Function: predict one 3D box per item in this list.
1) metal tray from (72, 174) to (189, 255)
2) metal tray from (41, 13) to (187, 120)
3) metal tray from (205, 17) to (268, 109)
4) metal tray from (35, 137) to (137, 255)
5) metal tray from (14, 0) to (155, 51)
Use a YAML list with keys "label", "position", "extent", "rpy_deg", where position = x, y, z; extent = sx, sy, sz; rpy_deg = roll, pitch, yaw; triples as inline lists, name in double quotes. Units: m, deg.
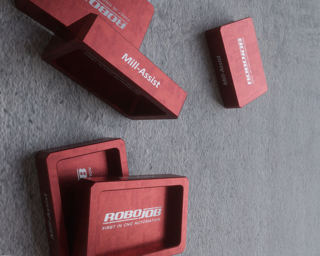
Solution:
- label: "metal tray"
  position: [-0.026, 0.099, 0.339]
  extent: [0.131, 0.030, 0.089]
  rpy_deg: [5, 87, -40]
- label: "metal tray"
  position: [-0.046, -0.054, 0.323]
  extent: [0.130, 0.090, 0.030]
  rpy_deg: [36, 68, -34]
- label: "metal tray"
  position: [0.128, -0.107, 0.508]
  extent: [0.091, 0.030, 0.129]
  rpy_deg: [-29, 108, -36]
- label: "metal tray"
  position: [-0.076, 0.081, 0.337]
  extent: [0.091, 0.030, 0.129]
  rpy_deg: [-11, 97, -39]
- label: "metal tray"
  position: [-0.074, -0.133, 0.339]
  extent: [0.131, 0.030, 0.090]
  rpy_deg: [31, 71, -36]
